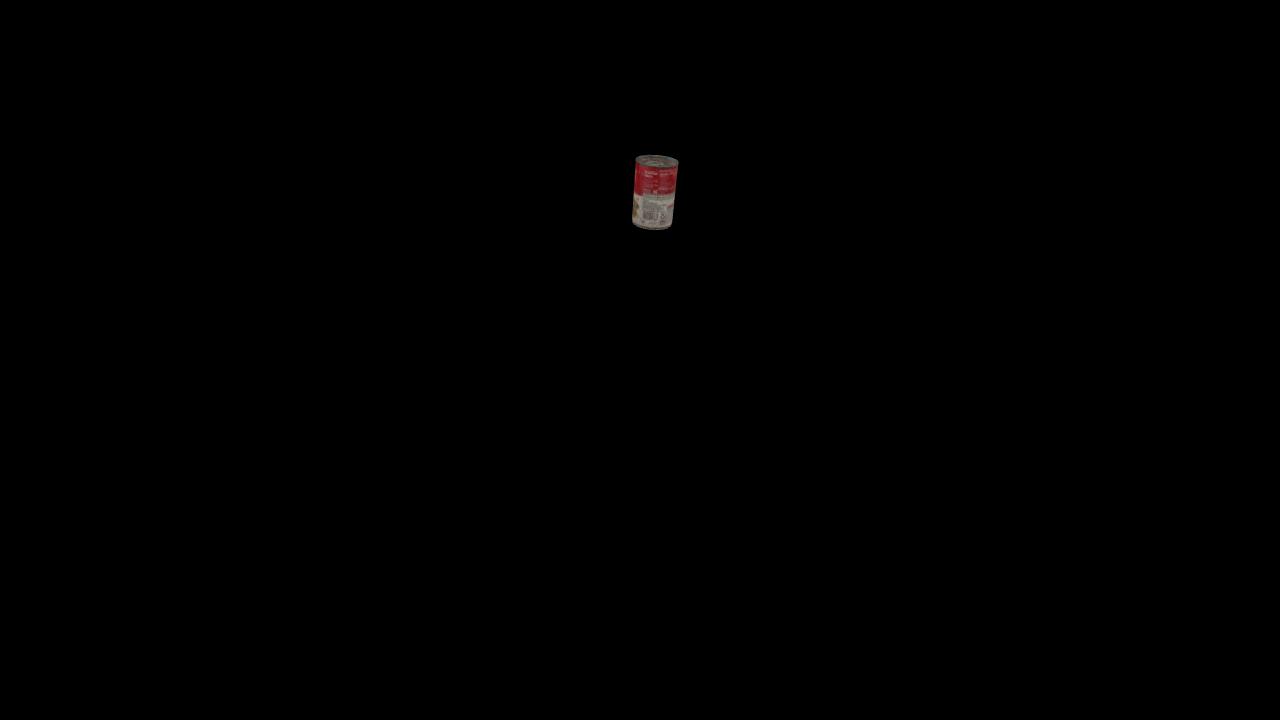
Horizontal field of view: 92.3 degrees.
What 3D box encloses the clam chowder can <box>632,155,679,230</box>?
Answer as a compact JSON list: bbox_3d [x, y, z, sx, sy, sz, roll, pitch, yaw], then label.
[{"bbox_3d":[0.023,-0.266,0.976,0.068,0.102,0.068,3,32,-2],"label":"clam chowder can"}]
